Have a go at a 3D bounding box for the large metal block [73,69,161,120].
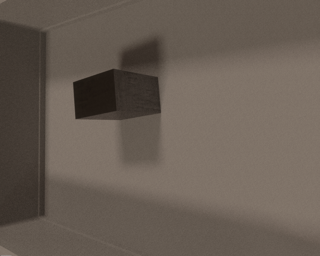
[{"bbox_3d":[-0.057,-0.041,0.416,0.080,0.081,0.050,-8,85,39],"label":"large metal block"}]
